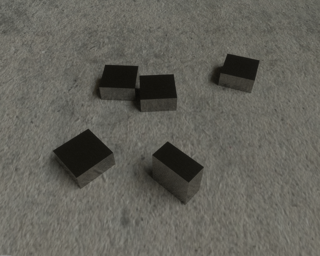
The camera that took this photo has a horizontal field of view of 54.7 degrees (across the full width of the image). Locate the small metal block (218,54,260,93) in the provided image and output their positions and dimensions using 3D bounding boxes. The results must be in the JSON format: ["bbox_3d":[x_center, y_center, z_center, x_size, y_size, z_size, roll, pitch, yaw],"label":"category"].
[{"bbox_3d":[0.121,-0.085,0.476,0.050,0.025,0.050,15,52,12],"label":"small metal block"}]

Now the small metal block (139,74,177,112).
[{"bbox_3d":[-0.003,-0.051,0.446,0.050,0.025,0.050,-3,50,-3],"label":"small metal block"}]

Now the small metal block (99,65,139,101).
[{"bbox_3d":[-0.059,-0.067,0.459,0.050,0.025,0.050,3,50,2],"label":"small metal block"}]

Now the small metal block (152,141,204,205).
[{"bbox_3d":[0.019,0.051,0.345,0.050,0.050,0.025,35,58,25],"label":"small metal block"}]

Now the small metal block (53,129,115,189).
[{"bbox_3d":[-0.090,0.036,0.372,0.050,0.025,0.050,-36,59,-26],"label":"small metal block"}]
